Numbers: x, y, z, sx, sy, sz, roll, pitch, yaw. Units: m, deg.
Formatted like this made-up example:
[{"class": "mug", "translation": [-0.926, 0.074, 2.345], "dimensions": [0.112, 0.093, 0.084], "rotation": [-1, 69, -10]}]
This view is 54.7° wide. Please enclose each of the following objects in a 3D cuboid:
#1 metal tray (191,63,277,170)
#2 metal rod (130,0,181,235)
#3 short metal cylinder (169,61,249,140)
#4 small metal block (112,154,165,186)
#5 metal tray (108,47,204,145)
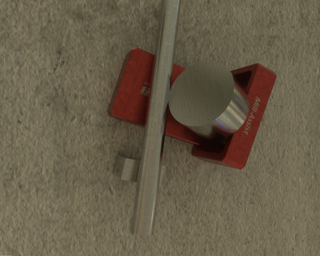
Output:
[{"class": "metal tray", "translation": [0.095, -0.015, 0.412], "dimensions": [0.030, 0.090, 0.130], "rotation": [24, 82, -19]}, {"class": "metal rod", "translation": [-0.002, -0.030, 0.369], "dimensions": [0.025, 0.025, 0.299], "rotation": [12, 77, -20]}, {"class": "short metal cylinder", "translation": [0.058, -0.031, 0.364], "dimensions": [0.050, 0.080, 0.080], "rotation": [32, 78, -51]}, {"class": "small metal block", "translation": [-0.028, 0.052, 0.387], "dimensions": [0.050, 0.050, 0.025], "rotation": [13, 86, -20]}, {"class": "metal tray", "translation": [0.007, -0.039, 0.411], "dimensions": [0.131, 0.030, 0.090], "rotation": [19, 83, -20]}]
